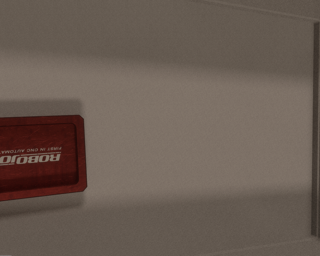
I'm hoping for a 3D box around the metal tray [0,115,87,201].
[{"bbox_3d":[-0.153,0.032,0.351,0.131,0.030,0.089,-3,91,-20],"label":"metal tray"}]
